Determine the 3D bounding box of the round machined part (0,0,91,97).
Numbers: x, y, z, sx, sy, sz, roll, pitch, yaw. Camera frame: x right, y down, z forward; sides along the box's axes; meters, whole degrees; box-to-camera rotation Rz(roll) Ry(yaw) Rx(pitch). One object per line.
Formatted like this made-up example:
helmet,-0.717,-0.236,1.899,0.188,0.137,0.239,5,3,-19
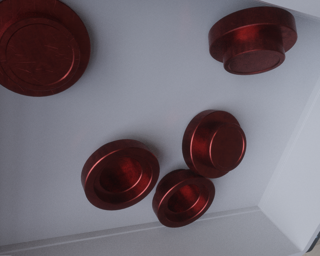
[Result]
round machined part,-0.114,-0.073,0.290,0.099,0.042,0.097,-14,124,-21

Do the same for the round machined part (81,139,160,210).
round machined part,-0.053,0.056,0.403,0.099,0.042,0.097,-14,124,-21

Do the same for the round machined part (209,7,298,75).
round machined part,0.107,-0.094,0.361,0.099,0.098,0.042,6,74,-32

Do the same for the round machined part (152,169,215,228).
round machined part,0.033,0.103,0.479,0.099,0.042,0.097,-14,124,-21

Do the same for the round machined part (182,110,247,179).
round machined part,0.083,0.024,0.437,0.099,0.042,0.097,-5,100,-32
